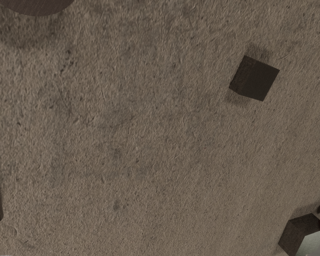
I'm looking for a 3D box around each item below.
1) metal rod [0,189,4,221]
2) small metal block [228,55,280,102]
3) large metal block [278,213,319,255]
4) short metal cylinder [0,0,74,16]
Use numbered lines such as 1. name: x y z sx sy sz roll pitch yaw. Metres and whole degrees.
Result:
1. metal rod: -0.178 -0.025 0.294 0.025 0.025 0.298 -6 121 -26
2. small metal block: 0.133 -0.070 0.439 0.050 0.025 0.050 10 113 -33
3. large metal block: 0.342 0.259 0.743 0.081 0.050 0.079 -6 121 -26
4. short metal cylinder: -0.106 -0.136 0.249 0.081 0.050 0.079 -14 125 -21
